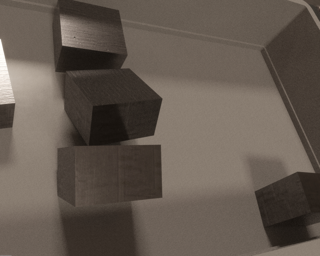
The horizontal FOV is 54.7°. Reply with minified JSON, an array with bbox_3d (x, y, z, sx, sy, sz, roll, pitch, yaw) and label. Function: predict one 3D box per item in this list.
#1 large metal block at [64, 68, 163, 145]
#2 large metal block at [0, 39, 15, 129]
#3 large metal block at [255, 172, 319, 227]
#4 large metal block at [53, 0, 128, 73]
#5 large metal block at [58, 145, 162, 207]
[{"bbox_3d":[-0.056,-0.028,0.357,0.081,0.050,0.080,-10,39,-33],"label":"large metal block"},{"bbox_3d":[-0.197,-0.042,0.309,0.081,0.050,0.080,-9,66,-32],"label":"large metal block"},{"bbox_3d":[0.191,0.099,0.416,0.081,0.080,0.050,7,59,-25],"label":"large metal block"},{"bbox_3d":[-0.095,-0.117,0.411,0.081,0.050,0.080,2,61,-28],"label":"large metal block"},{"bbox_3d":[-0.053,0.043,0.308,0.081,0.080,0.050,1,85,-28],"label":"large metal block"}]
